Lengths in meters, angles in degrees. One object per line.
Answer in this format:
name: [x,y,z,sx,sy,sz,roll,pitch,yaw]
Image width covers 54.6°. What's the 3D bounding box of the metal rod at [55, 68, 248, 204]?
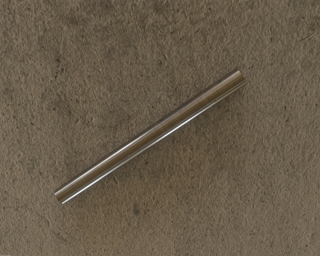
metal rod: [-0.020,0.016,0.417,0.300,0.025,0.025,-34,107,11]
